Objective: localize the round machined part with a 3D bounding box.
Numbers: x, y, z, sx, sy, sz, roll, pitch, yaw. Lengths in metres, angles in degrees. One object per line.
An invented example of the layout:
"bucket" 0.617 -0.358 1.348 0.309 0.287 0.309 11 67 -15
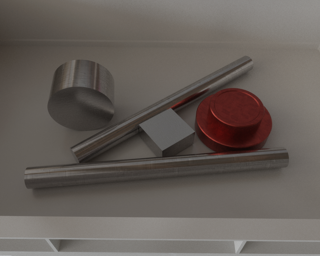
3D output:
"round machined part" 0.097 -0.015 0.404 0.099 0.042 0.098 0 50 0

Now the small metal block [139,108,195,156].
"small metal block" 0.008 0.008 0.396 0.050 0.025 0.050 -29 56 -22

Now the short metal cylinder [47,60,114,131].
"short metal cylinder" -0.100 -0.041 0.401 0.081 0.080 0.050 -4 50 -4

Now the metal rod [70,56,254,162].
"metal rod" 0.018 -0.034 0.432 0.302 0.025 0.025 -30 56 -23

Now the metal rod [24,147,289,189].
"metal rod" 0.000 0.046 0.364 0.302 0.025 0.025 -4 50 -4
